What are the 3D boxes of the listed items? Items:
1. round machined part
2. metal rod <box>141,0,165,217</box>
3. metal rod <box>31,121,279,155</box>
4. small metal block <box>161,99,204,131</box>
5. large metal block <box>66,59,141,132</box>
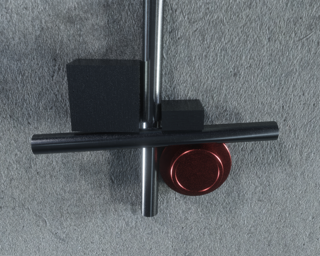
[{"bbox_3d":[0.048,0.052,0.421,0.099,0.042,0.097,0,110,-1],"label":"round machined part"},{"bbox_3d":[-0.011,-0.016,0.405,0.025,0.025,0.298,1,110,-1],"label":"metal rod"},{"bbox_3d":[-0.003,0.012,0.389,0.302,0.025,0.025,-3,110,-4],"label":"metal rod"},{"bbox_3d":[0.027,-0.018,0.392,0.050,0.050,0.025,-1,110,0],"label":"small metal block"},{"bbox_3d":[-0.065,-0.041,0.381,0.081,0.050,0.079,1,110,-1],"label":"large metal block"}]
